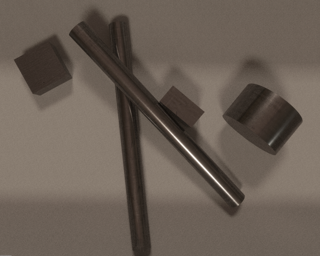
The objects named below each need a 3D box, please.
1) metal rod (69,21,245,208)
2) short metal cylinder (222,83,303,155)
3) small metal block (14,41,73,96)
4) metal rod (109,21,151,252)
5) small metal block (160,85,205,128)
[{"bbox_3d":[0.001,-0.011,0.393,0.025,0.025,0.300,-43,98,0],"label":"metal rod"},{"bbox_3d":[0.126,-0.011,0.386,0.080,0.080,0.050,39,90,-1],"label":"short metal cylinder"},{"bbox_3d":[-0.153,-0.078,0.409,0.050,0.025,0.050,-29,90,-1],"label":"small metal block"},{"bbox_3d":[-0.040,0.011,0.410,0.025,0.025,0.298,-6,90,-1],"label":"metal rod"},{"bbox_3d":[0.027,-0.026,0.399,0.050,0.050,0.025,40,90,-1],"label":"small metal block"}]
